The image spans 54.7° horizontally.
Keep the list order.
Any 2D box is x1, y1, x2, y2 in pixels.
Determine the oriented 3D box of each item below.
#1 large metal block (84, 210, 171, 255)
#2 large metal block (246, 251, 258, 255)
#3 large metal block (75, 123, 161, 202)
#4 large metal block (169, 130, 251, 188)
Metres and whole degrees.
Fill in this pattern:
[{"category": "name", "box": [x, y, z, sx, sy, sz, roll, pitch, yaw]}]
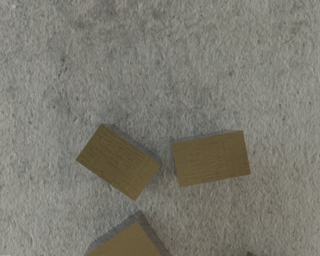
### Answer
[{"category": "large metal block", "box": [-0.038, 0.167, 0.397, 0.080, 0.050, 0.080, -35, 90, 0]}, {"category": "large metal block", "box": [0.145, 0.210, 0.385, 0.080, 0.080, 0.050, 29, 90, -1]}, {"category": "large metal block", "box": [-0.046, 0.038, 0.382, 0.080, 0.080, 0.050, 35, 90, -1]}, {"category": "large metal block", "box": [0.057, 0.034, 0.383, 0.080, 0.080, 0.050, -10, 90, 0]}]
